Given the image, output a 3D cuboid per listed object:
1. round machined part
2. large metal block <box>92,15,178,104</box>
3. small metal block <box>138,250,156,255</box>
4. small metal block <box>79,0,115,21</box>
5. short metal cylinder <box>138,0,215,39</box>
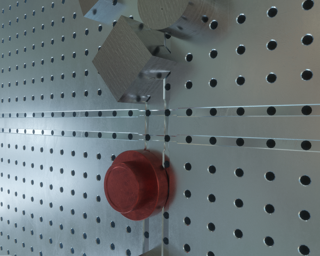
[{"bbox_3d":[-0.040,0.080,0.429,0.098,0.042,0.097,0,90,39],"label":"round machined part"},{"bbox_3d":[-0.037,-0.090,0.421,0.080,0.050,0.080,-48,62,29],"label":"large metal block"},{"bbox_3d":[-0.013,0.205,0.418,0.050,0.025,0.050,30,109,35],"label":"small metal block"},{"bbox_3d":[-0.103,-0.209,0.492,0.050,0.025,0.050,-30,72,36],"label":"small metal block"},{"bbox_3d":[0.019,-0.154,0.376,0.080,0.050,0.079,0,90,39],"label":"short metal cylinder"}]
